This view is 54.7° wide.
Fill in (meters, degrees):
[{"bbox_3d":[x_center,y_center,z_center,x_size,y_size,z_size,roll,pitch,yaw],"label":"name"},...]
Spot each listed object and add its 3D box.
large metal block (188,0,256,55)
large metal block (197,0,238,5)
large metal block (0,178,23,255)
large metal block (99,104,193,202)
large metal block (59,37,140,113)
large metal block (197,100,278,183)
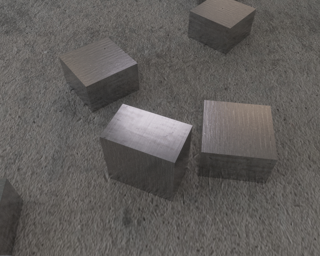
[{"bbox_3d":[0.107,-0.184,0.542,0.080,0.050,0.080,34,58,25],"label":"large metal block"},{"bbox_3d":[0.113,-0.297,0.637,0.081,0.050,0.080,-6,50,-5],"label":"large metal block"},{"bbox_3d":[-0.191,0.099,0.302,0.081,0.050,0.080,-4,50,-3],"label":"large metal block"},{"bbox_3d":[-0.013,0.028,0.343,0.080,0.080,0.050,18,53,14],"label":"large metal block"},{"bbox_3d":[-0.087,-0.080,0.453,0.081,0.050,0.080,-30,56,-23],"label":"large metal block"},{"bbox_3d":[0.090,0.015,0.375,0.080,0.050,0.080,6,50,5],"label":"large metal block"}]
